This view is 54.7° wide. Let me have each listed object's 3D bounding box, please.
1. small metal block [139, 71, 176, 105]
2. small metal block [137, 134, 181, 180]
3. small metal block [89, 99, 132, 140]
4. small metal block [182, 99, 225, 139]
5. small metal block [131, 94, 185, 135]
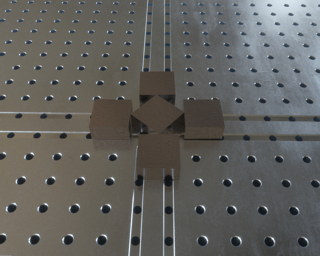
[{"bbox_3d":[-0.004,-0.057,0.456,0.050,0.025,0.050,0,50,-1],"label":"small metal block"},{"bbox_3d":[-0.002,0.035,0.378,0.050,0.025,0.050,0,50,0],"label":"small metal block"},{"bbox_3d":[-0.064,-0.012,0.417,0.050,0.025,0.050,1,50,0],"label":"small metal block"},{"bbox_3d":[0.057,-0.012,0.418,0.050,0.025,0.050,0,50,-1],"label":"small metal block"},{"bbox_3d":[-0.003,-0.012,0.417,0.050,0.025,0.050,35,58,25],"label":"small metal block"}]
